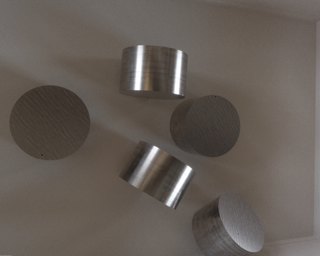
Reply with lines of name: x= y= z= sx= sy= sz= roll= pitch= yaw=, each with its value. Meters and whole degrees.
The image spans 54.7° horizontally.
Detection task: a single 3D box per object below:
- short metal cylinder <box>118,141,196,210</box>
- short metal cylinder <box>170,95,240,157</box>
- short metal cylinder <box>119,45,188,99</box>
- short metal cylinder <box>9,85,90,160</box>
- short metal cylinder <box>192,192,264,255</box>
short metal cylinder: x=-0.003 y=0.057 z=0.380 sx=0.080 sy=0.080 sz=0.050 roll=34 pitch=79 yaw=-17
short metal cylinder: x=0.060 y=-0.003 z=0.419 sx=0.081 sy=0.050 sz=0.080 roll=0 pitch=90 yaw=-20
short metal cylinder: x=-0.008 y=-0.065 z=0.378 sx=0.081 sy=0.080 sz=0.050 roll=5 pitch=89 yaw=-20
short metal cylinder: x=-0.124 y=-0.006 z=0.352 sx=0.081 sy=0.050 sz=0.080 roll=0 pitch=90 yaw=-20
short metal cylinder: x=0.089 y=0.133 z=0.408 sx=0.080 sy=0.050 sz=0.080 roll=29 pitch=37 yaw=-24
